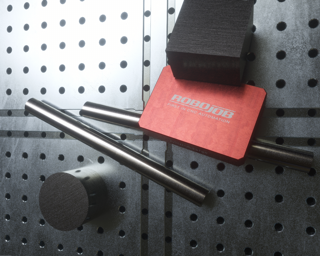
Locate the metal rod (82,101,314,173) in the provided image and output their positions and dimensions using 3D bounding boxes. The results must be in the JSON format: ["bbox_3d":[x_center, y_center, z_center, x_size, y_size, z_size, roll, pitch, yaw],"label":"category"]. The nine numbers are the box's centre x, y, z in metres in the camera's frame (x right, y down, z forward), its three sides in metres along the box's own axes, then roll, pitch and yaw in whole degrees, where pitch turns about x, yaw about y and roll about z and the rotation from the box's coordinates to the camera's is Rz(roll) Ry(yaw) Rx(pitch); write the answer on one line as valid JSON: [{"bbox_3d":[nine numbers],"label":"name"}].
[{"bbox_3d":[0.033,0.006,0.400,0.301,0.025,0.025,13,95,19],"label":"metal rod"}]

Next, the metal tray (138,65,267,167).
[{"bbox_3d":[0.050,-0.018,0.374,0.130,0.030,0.090,18,75,20],"label":"metal tray"}]

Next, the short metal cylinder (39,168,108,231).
[{"bbox_3d":[-0.123,0.100,0.443,0.080,0.050,0.079,0,90,20],"label":"short metal cylinder"}]

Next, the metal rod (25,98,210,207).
[{"bbox_3d":[-0.072,0.027,0.437,0.301,0.025,0.025,26,99,18],"label":"metal rod"}]

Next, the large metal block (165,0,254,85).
[{"bbox_3d":[0.061,-0.102,0.361,0.080,0.050,0.080,10,66,19],"label":"large metal block"}]
